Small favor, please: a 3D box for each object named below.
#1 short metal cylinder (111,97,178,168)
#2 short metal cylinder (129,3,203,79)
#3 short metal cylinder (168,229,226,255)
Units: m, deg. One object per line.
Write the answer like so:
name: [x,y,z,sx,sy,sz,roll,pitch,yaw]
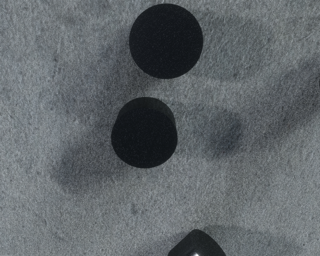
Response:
short metal cylinder: [-0.019,0.005,0.398,0.081,0.050,0.079,0,110,-1]
short metal cylinder: [0.007,-0.101,0.359,0.081,0.050,0.079,0,110,-1]
short metal cylinder: [0.058,0.198,0.454,0.080,0.080,0.050,38,105,-13]
